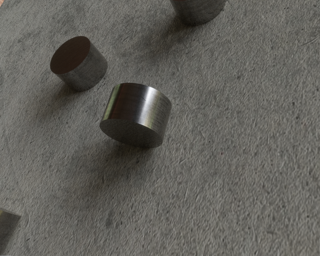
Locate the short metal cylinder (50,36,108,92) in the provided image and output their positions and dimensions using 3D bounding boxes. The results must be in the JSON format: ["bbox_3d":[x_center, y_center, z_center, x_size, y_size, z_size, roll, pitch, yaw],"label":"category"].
[{"bbox_3d":[-0.137,-0.109,0.527,0.080,0.050,0.080,-13,56,21],"label":"short metal cylinder"}]

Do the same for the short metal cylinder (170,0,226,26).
[{"bbox_3d":[0.057,-0.208,0.486,0.080,0.050,0.080,-13,56,21],"label":"short metal cylinder"}]

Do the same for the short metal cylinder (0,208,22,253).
[{"bbox_3d":[-0.237,0.128,0.415,0.080,0.080,0.050,7,66,31],"label":"short metal cylinder"}]

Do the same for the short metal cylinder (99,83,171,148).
[{"bbox_3d":[-0.030,-0.014,0.393,0.080,0.080,0.050,1,62,28],"label":"short metal cylinder"}]
